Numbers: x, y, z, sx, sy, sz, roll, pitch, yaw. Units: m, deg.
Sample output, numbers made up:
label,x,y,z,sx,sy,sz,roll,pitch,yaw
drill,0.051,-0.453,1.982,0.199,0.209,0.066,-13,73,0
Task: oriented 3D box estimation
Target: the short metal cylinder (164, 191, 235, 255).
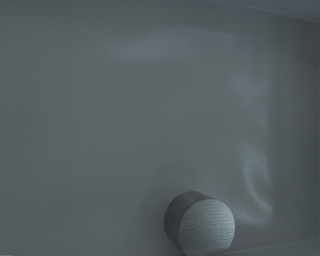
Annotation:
label,x,y,z,sx,sy,sz,roll,pitch,yaw
short metal cylinder,0.052,0.130,0.416,0.081,0.050,0.080,0,90,-20
